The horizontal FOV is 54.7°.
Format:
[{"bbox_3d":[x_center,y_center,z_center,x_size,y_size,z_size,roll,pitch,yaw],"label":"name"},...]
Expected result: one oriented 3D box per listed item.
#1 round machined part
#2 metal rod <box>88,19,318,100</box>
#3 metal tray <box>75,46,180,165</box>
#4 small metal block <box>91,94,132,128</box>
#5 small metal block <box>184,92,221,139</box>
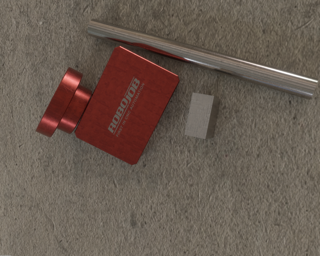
[{"bbox_3d":[-0.127,-0.030,0.424,0.042,0.098,0.098,27,101,-19],"label":"round machined part"},{"bbox_3d":[0.039,-0.093,0.394,0.301,0.025,0.025,20,97,18],"label":"metal rod"},{"bbox_3d":[-0.042,-0.028,0.406,0.090,0.030,0.129,27,99,-1],"label":"metal tray"},{"bbox_3d":[-0.067,-0.022,0.432,0.050,0.025,0.050,1,90,19],"label":"small metal block"},{"bbox_3d":[0.053,-0.014,0.377,0.025,0.050,0.050,12,94,19],"label":"small metal block"}]
